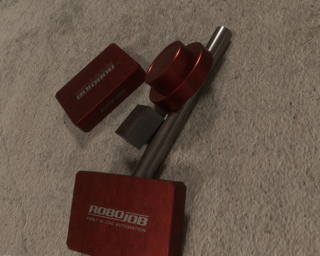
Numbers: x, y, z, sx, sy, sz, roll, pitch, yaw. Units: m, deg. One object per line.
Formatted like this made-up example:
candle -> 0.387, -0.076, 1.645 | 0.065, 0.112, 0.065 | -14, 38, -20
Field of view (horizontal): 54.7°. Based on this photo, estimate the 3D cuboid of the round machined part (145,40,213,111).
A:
round machined part -> 0.018, -0.073, 0.401 | 0.098, 0.042, 0.098 | -41, 27, 26

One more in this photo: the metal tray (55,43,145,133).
metal tray -> -0.094, -0.066, 0.489 | 0.130, 0.030, 0.090 | -43, 51, -2

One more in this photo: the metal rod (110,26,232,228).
metal rod -> 0.018, -0.010, 0.399 | 0.025, 0.025, 0.300 | 19, 72, 35

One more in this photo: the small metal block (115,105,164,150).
small metal block -> -0.028, -0.003, 0.405 | 0.050, 0.025, 0.050 | -52, 22, -9

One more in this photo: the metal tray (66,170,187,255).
metal tray -> -0.040, 0.098, 0.342 | 0.130, 0.030, 0.090 | 2, 81, 28
